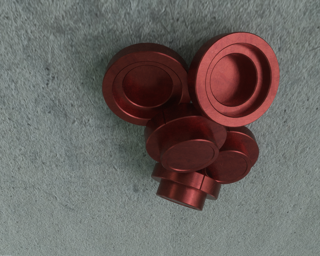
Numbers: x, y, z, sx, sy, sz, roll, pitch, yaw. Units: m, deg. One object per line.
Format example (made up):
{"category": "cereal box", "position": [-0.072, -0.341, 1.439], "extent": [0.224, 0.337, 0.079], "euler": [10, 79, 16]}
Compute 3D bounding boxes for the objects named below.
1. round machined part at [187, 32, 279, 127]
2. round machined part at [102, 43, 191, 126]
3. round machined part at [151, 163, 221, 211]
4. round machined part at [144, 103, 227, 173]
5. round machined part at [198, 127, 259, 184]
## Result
{"category": "round machined part", "position": [0.075, -0.053, 0.336], "extent": [0.099, 0.042, 0.097], "euler": [-5, 105, -17]}
{"category": "round machined part", "position": [-0.014, -0.052, 0.353], "extent": [0.099, 0.042, 0.097], "euler": [-1, 130, 0]}
{"category": "round machined part", "position": [0.033, 0.086, 0.438], "extent": [0.098, 0.042, 0.098], "euler": [18, 165, 6]}
{"category": "round machined part", "position": [0.032, 0.019, 0.371], "extent": [0.099, 0.042, 0.097], "euler": [-7, 141, -5]}
{"category": "round machined part", "position": [0.089, 0.042, 0.434], "extent": [0.099, 0.042, 0.097], "euler": [-1, 130, 0]}
